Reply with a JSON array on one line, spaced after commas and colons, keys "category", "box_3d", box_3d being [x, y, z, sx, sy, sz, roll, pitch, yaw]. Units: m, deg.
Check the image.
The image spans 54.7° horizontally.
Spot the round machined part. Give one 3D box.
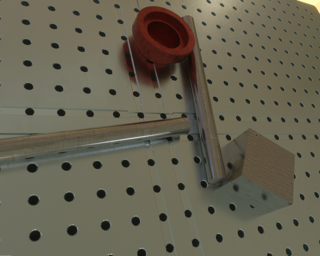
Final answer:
[{"category": "round machined part", "box_3d": [0.002, -0.139, 0.485, 0.099, 0.042, 0.098, 14, 56, -21]}]

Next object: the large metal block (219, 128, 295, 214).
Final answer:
[{"category": "large metal block", "box_3d": [0.136, 0.060, 0.431, 0.080, 0.050, 0.080, 30, 52, -10]}]

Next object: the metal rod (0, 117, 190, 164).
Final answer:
[{"category": "metal rod", "box_3d": [-0.093, 0.014, 0.350, 0.303, 0.025, 0.025, -8, 66, -32]}]

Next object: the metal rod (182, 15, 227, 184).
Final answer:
[{"category": "metal rod", "box_3d": [0.062, -0.061, 0.480, 0.025, 0.025, 0.299, 8, 58, -24]}]
